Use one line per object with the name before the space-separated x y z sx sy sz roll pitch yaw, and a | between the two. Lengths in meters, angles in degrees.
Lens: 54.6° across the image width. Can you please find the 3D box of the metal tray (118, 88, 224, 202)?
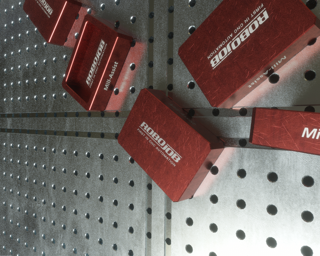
metal tray | 0.007 0.019 0.401 0.130 0.030 0.090 43 116 31

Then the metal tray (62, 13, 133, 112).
metal tray | -0.104 -0.102 0.492 0.090 0.030 0.129 40 114 33

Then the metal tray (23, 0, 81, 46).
metal tray | -0.204 -0.226 0.577 0.130 0.030 0.090 50 120 28

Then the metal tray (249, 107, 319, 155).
metal tray | 0.150 0.006 0.243 0.130 0.091 0.030 10 96 39

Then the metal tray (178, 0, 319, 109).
metal tray | 0.089 -0.093 0.333 0.129 0.030 0.090 -43 64 31
